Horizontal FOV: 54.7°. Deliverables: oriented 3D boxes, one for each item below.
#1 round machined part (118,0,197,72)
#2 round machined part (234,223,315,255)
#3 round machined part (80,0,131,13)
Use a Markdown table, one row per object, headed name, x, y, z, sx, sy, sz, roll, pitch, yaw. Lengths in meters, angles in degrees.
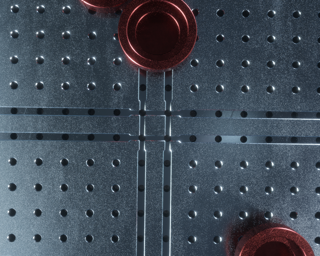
| name | x | y | z | sx | sy | sz | roll | pitch | yaw |
| --- | --- | --- | --- | --- | --- | --- | --- | --- | --- |
| round machined part | -0.003 | -0.121 | 0.405 | 0.099 | 0.042 | 0.097 | 0 | 90 | -1 |
| round machined part | 0.146 | 0.173 | 0.407 | 0.099 | 0.042 | 0.097 | 0 | 90 | -1 |
| round machined part | -0.073 | -0.206 | 0.404 | 0.099 | 0.042 | 0.097 | 0 | 90 | -1 |
